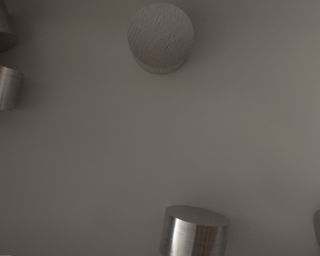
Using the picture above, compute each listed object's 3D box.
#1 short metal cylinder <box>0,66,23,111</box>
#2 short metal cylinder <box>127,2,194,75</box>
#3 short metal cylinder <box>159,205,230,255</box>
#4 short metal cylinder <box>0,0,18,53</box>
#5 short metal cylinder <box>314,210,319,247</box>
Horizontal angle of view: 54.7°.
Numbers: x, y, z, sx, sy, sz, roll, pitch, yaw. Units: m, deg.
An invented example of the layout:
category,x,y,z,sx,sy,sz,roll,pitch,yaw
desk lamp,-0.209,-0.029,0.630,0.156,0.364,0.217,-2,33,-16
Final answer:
category,x,y,z,sx,sy,sz,roll,pitch,yaw
short metal cylinder,-0.217,-0.054,0.381,0.080,0.080,0.050,14,90,-1
short metal cylinder,0.001,-0.112,0.399,0.081,0.050,0.079,0,90,-1
short metal cylinder,0.043,0.133,0.385,0.080,0.080,0.050,9,90,-1
short metal cylinder,-0.225,-0.125,0.381,0.080,0.080,0.050,-19,90,0
short metal cylinder,0.238,0.137,0.387,0.050,0.080,0.080,-11,90,0
